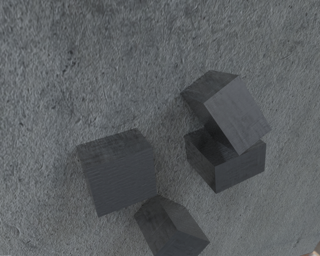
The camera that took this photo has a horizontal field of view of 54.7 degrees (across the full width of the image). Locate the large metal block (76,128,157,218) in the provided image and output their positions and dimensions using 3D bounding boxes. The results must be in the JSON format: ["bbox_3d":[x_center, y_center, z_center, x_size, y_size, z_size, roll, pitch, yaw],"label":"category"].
[{"bbox_3d":[-0.053,0.056,0.396,0.081,0.050,0.079,-17,125,-19],"label":"large metal block"}]

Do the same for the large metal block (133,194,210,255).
[{"bbox_3d":[0.017,0.155,0.476,0.080,0.080,0.050,34,99,-39],"label":"large metal block"}]

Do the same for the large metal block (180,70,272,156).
[{"bbox_3d":[0.079,-0.022,0.386,0.050,0.080,0.080,-39,111,-3],"label":"large metal block"}]

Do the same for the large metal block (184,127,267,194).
[{"bbox_3d":[0.091,0.036,0.443,0.081,0.080,0.050,-21,127,-16],"label":"large metal block"}]
